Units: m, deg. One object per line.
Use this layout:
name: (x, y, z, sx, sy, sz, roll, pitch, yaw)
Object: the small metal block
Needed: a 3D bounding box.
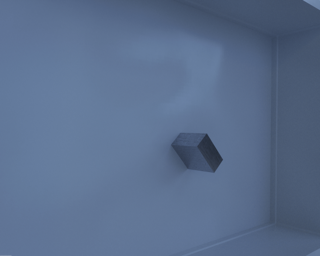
small metal block: (0.051, 0.034, 0.432, 0.025, 0.050, 0.050, -50, 120, -28)
